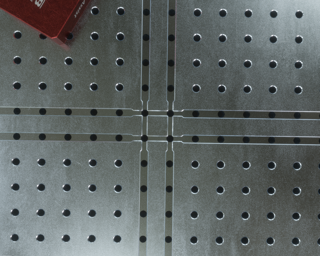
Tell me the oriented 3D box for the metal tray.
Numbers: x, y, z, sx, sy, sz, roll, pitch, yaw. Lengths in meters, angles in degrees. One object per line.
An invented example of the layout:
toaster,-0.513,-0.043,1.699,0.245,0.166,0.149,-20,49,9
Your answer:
metal tray,-0.139,-0.190,0.410,0.090,0.030,0.130,31,90,0
